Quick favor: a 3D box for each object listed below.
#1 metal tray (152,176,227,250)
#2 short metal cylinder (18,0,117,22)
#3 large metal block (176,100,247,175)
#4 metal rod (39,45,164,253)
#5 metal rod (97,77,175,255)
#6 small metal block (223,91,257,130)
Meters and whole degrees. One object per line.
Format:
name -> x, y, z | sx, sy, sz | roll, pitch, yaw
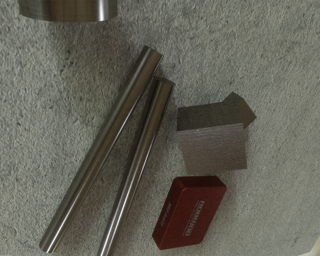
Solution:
metal tray -> 0.048, 0.142, 0.520 | 0.091, 0.030, 0.129 | 4, 116, -31
short metal cylinder -> -0.076, -0.121, 0.255 | 0.081, 0.080, 0.050 | -10, 123, -23
large metal block -> 0.071, 0.014, 0.418 | 0.080, 0.050, 0.080 | -8, 128, 12
metal rod -> -0.080, 0.037, 0.387 | 0.025, 0.025, 0.298 | 20, 108, -36
metal rod -> -0.040, 0.073, 0.431 | 0.025, 0.025, 0.298 | 6, 116, -32
small metal block -> 0.107, -0.017, 0.457 | 0.050, 0.025, 0.050 | -45, 130, 3
